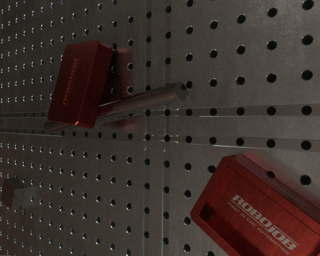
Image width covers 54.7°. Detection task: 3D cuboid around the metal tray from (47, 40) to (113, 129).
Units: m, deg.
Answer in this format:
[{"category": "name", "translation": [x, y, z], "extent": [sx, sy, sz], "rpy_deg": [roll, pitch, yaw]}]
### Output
[{"category": "metal tray", "translation": [-0.127, -0.068, 0.487], "extent": [0.090, 0.030, 0.129], "rpy_deg": [8, 83, 42]}]

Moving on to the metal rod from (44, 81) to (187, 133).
[{"category": "metal rod", "translation": [-0.088, -0.024, 0.479], "extent": [0.300, 0.025, 0.025], "rpy_deg": [-11, 83, 39]}]

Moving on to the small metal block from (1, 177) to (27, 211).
[{"category": "small metal block", "translation": [-0.315, 0.141, 0.665], "extent": [0.050, 0.025, 0.050], "rpy_deg": [26, 106, 36]}]

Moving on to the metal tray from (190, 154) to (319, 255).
[{"category": "metal tray", "translation": [0.103, 0.099, 0.320], "extent": [0.130, 0.030, 0.089], "rpy_deg": [39, 113, 32]}]
